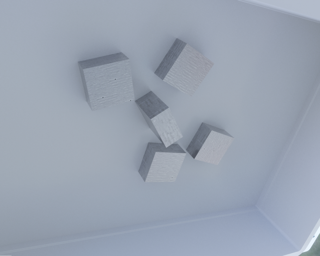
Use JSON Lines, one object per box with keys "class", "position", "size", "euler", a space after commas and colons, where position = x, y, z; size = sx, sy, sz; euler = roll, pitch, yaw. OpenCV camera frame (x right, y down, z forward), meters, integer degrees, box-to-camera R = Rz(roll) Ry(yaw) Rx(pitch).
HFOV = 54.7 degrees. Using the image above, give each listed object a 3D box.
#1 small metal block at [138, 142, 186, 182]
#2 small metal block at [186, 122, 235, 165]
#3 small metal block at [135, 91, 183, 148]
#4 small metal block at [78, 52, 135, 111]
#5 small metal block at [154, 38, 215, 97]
{"class": "small metal block", "position": [0.003, 0.050, 0.443], "size": [0.050, 0.025, 0.050], "euler": [5, 116, -31]}
{"class": "small metal block", "position": [0.076, 0.024, 0.467], "size": [0.050, 0.025, 0.050], "euler": [17, 109, -36]}
{"class": "small metal block", "position": [-0.002, -0.011, 0.386], "size": [0.025, 0.050, 0.050], "euler": [-33, 129, -7]}
{"class": "small metal block", "position": [-0.059, -0.052, 0.345], "size": [0.050, 0.025, 0.050], "euler": [-18, 126, -19]}
{"class": "small metal block", "position": [0.030, -0.074, 0.381], "size": [0.050, 0.025, 0.050], "euler": [25, 105, -37]}
